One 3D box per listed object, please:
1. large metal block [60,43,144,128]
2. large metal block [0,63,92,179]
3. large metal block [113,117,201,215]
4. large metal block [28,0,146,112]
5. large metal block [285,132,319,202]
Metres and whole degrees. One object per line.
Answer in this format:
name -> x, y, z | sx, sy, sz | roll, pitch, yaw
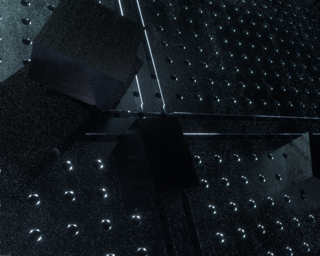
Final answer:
large metal block -> -0.077, -0.055, 0.366 | 0.050, 0.080, 0.080 | 47, 51, 4
large metal block -> -0.127, -0.008, 0.314 | 0.080, 0.050, 0.080 | 45, 70, 2
large metal block -> -0.008, 0.043, 0.344 | 0.050, 0.080, 0.080 | -2, 63, -30
large metal block -> -0.068, -0.074, 0.299 | 0.080, 0.050, 0.080 | 24, 53, -14
large metal block -> 0.249, 0.065, 0.490 | 0.080, 0.050, 0.080 | 25, 53, -14
